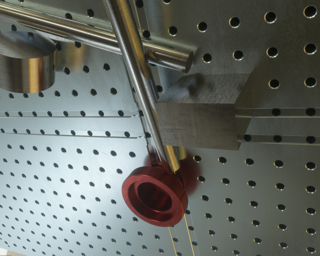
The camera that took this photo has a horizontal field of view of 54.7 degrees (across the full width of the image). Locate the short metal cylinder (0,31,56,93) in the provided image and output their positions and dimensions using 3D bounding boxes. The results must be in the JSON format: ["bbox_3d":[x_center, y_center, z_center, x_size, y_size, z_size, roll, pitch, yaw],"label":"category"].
[{"bbox_3d":[-0.182,-0.089,0.414,0.080,0.080,0.050,25,127,12],"label":"short metal cylinder"}]

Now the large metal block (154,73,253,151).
[{"bbox_3d":[0.051,-0.021,0.335,0.080,0.080,0.050,3,120,26],"label":"large metal block"}]

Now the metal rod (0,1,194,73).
[{"bbox_3d":[-0.103,-0.121,0.388,0.301,0.025,0.025,19,126,16],"label":"metal rod"}]

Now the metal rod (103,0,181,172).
[{"bbox_3d":[-0.023,-0.064,0.351,0.025,0.025,0.298,2,129,27],"label":"metal rod"}]

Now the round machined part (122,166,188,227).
[{"bbox_3d":[-0.004,0.096,0.459,0.098,0.042,0.097,14,126,20],"label":"round machined part"}]
